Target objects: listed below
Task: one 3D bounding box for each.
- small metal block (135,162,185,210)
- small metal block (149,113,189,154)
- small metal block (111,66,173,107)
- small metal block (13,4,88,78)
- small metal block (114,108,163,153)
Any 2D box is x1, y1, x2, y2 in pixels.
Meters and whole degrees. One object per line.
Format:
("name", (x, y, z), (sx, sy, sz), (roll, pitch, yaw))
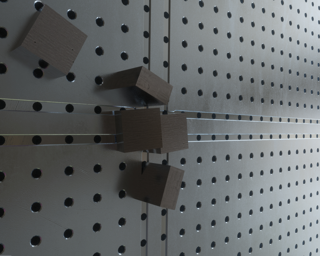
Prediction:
("small metal block", (-0.001, 0.073, 0.395), (0.025, 0.050, 0.050), (25, 74, -38))
("small metal block", (0.011, 0.006, 0.420), (0.050, 0.025, 0.050), (-7, 95, -40))
("small metal block", (-0.022, -0.049, 0.377), (0.050, 0.050, 0.025), (29, 72, -37))
("small metal block", (-0.111, -0.087, 0.317), (0.050, 0.025, 0.050), (34, 69, -35))
("small metal block", (-0.026, 0.002, 0.382), (0.050, 0.025, 0.050), (-6, 94, -27))
